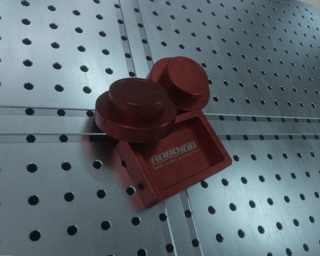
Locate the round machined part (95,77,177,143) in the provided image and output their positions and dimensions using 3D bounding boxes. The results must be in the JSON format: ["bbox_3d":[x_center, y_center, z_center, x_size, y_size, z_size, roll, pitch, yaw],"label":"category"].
[{"bbox_3d":[-0.028,-0.028,0.374,0.099,0.042,0.098,7,34,-4],"label":"round machined part"}]

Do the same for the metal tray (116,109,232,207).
[{"bbox_3d":[0.021,0.033,0.397,0.131,0.030,0.090,-19,72,-35],"label":"metal tray"}]

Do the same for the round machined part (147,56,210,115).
[{"bbox_3d":[0.033,-0.066,0.457,0.099,0.042,0.098,14,56,-21],"label":"round machined part"}]
